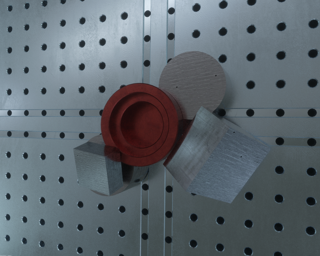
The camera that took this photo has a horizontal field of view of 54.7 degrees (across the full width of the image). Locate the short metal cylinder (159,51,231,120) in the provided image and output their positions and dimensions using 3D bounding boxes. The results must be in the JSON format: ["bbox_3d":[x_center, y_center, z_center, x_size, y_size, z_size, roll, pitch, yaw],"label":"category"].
[{"bbox_3d":[0.045,-0.050,0.383,0.080,0.050,0.079,0,90,20],"label":"short metal cylinder"}]

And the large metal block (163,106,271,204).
[{"bbox_3d":[0.065,0.033,0.353,0.080,0.080,0.050,-57,39,11],"label":"large metal block"}]

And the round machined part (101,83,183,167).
[{"bbox_3d":[-0.019,-0.004,0.379,0.098,0.042,0.097,0,90,20],"label":"round machined part"}]

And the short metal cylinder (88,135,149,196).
[{"bbox_3d":[-0.061,0.047,0.420,0.080,0.050,0.079,0,90,20],"label":"short metal cylinder"}]

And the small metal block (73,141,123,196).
[{"bbox_3d":[-0.074,0.048,0.372,0.050,0.025,0.050,9,113,31],"label":"small metal block"}]
